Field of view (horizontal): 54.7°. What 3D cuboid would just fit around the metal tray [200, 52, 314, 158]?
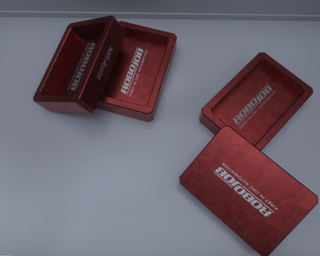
[{"bbox_3d":[0.129,-0.031,0.418,0.090,0.030,0.130,43,75,14],"label":"metal tray"}]

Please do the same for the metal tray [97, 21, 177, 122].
[{"bbox_3d":[-0.036,-0.082,0.436,0.090,0.030,0.130,15,71,5],"label":"metal tray"}]

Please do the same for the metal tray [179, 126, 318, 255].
[{"bbox_3d":[0.100,0.070,0.365,0.130,0.030,0.090,41,97,13],"label":"metal tray"}]

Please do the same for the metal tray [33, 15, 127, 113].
[{"bbox_3d":[-0.106,-0.085,0.414,0.090,0.030,0.130,4,67,34],"label":"metal tray"}]
